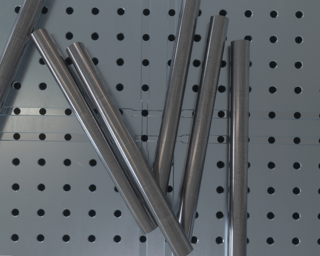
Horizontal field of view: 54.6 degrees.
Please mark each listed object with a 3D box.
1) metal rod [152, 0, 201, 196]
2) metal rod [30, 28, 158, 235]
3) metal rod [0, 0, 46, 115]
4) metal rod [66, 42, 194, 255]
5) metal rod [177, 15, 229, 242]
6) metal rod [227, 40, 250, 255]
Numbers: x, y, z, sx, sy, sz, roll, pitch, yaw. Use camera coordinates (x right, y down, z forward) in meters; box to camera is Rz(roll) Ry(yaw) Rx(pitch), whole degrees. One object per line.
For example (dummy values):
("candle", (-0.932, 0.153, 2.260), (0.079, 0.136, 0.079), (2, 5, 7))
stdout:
("metal rod", (0.021, -0.052, 0.413), (0.025, 0.025, 0.299), (10, 90, 0))
("metal rod", (-0.086, 0.005, 0.412), (0.025, 0.025, 0.299), (-30, 90, 0))
("metal rod", (-0.188, -0.116, 0.412), (0.025, 0.025, 0.299), (22, 90, 0))
("metal rod", (-0.042, 0.023, 0.395), (0.025, 0.025, 0.299), (-29, 83, 0))
("metal rod", (0.054, 0.002, 0.413), (0.025, 0.025, 0.298), (10, 90, 0))
("metal rod", (0.105, 0.035, 0.413), (0.025, 0.025, 0.298), (1, 90, 0))
